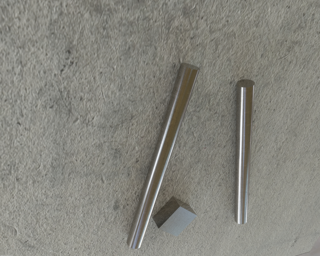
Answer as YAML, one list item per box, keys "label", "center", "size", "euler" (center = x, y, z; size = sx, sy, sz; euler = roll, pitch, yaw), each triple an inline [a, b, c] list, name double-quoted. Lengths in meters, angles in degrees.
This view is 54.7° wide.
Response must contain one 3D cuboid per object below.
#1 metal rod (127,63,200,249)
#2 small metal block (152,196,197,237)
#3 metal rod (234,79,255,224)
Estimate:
- label: "metal rod"
  center: [-0.002, 0.055, 0.441]
  size: [0.025, 0.025, 0.298]
  euler: [2, 117, -30]
- label: "small metal block"
  center: [0.025, 0.147, 0.514]
  size: [0.050, 0.025, 0.050]
  euler: [-48, 129, 5]
- label: "metal rod"
  center: [0.139, 0.058, 0.521]
  size: [0.025, 0.025, 0.298]
  euler: [-21, 127, -16]
